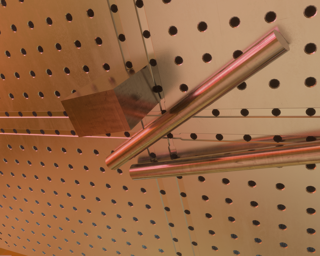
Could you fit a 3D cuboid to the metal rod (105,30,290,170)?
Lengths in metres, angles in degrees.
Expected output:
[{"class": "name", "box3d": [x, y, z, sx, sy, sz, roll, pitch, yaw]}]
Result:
[{"class": "metal rod", "box3d": [0.021, -0.015, 0.389, 0.025, 0.025, 0.299, 49, 128, -7]}]

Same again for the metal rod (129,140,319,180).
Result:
[{"class": "metal rod", "box3d": [0.086, 0.043, 0.391, 0.300, 0.025, 0.025, -11, 113, 32]}]

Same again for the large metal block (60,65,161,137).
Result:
[{"class": "large metal block", "box3d": [-0.058, -0.034, 0.384, 0.080, 0.080, 0.050, -7, 115, 31]}]
